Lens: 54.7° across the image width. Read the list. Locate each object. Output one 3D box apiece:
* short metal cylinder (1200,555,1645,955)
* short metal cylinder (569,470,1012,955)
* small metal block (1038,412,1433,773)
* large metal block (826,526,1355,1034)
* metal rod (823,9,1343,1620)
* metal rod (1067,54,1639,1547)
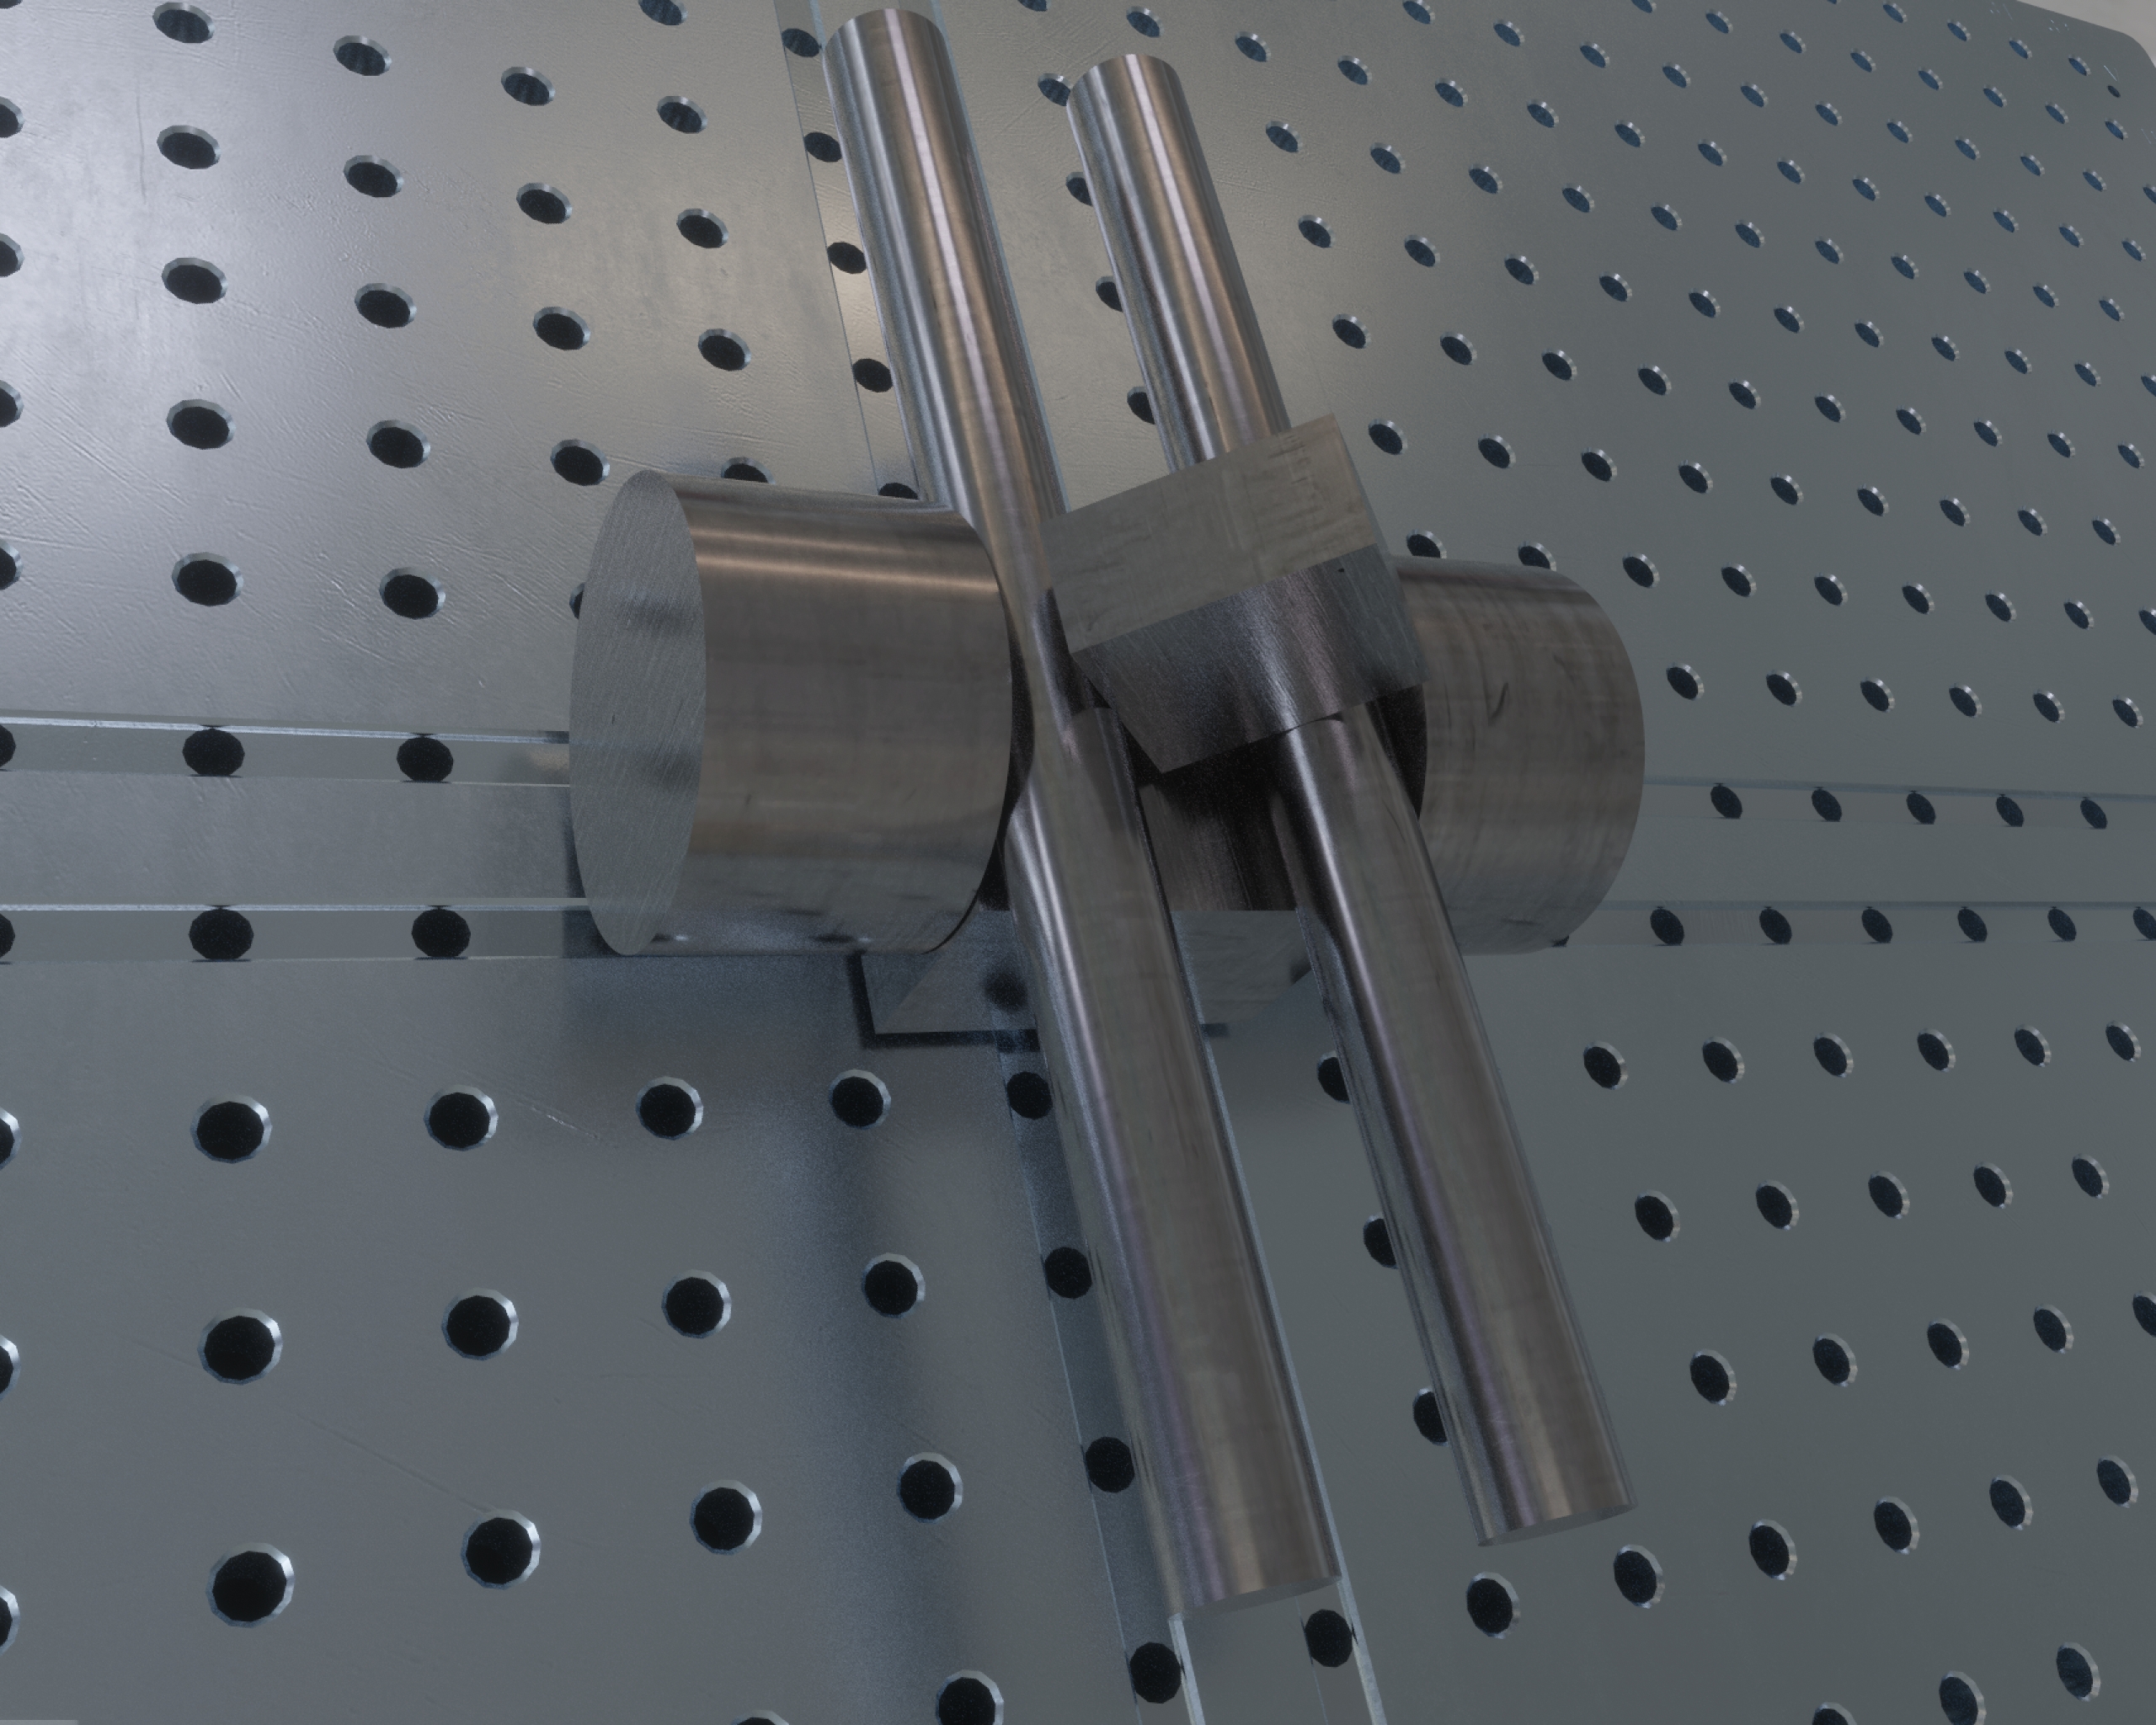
[{"bbox_3d":[0.066,-0.021,0.416,0.050,0.080,0.080,0,62,-27],"label":"short metal cylinder"},{"bbox_3d":[-0.051,-0.024,0.355,0.050,0.080,0.080,2,61,-28],"label":"short metal cylinder"},{"bbox_3d":[0.027,-0.043,0.348,0.050,0.050,0.025,-19,65,12],"label":"small metal block"},{"bbox_3d":[0.001,-0.015,0.397,0.081,0.050,0.080,1,61,-28],"label":"large metal block"},{"bbox_3d":[-0.007,-0.029,0.354,0.025,0.025,0.299,1,61,-28],"label":"metal rod"},{"bbox_3d":[0.042,-0.031,0.381,0.025,0.025,0.299,1,61,-28],"label":"metal rod"}]
